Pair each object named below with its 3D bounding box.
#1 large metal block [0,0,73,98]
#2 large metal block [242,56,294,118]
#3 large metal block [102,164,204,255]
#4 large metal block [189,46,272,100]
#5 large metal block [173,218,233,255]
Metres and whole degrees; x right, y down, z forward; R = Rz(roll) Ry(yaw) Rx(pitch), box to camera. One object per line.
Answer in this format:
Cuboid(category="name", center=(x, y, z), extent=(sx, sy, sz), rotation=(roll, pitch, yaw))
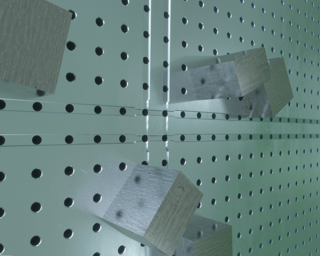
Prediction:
Cuboid(category="large metal block", center=(-0.135, -0.078, 0.280), extent=(0.081, 0.050, 0.080), rotation=(16, 80, -39))
Cuboid(category="large metal block", center=(0.189, -0.072, 0.554), extent=(0.081, 0.050, 0.080), rotation=(-36, 113, -34))
Cuboid(category="large metal block", center=(-0.009, 0.093, 0.368), extent=(0.050, 0.080, 0.080), rotation=(48, 61, -30))
Cuboid(category="large metal block", center=(0.106, -0.081, 0.464), extent=(0.081, 0.080, 0.050), rotation=(-29, 109, -37))
Cuboid(category="large metal block", center=(0.059, 0.184, 0.446), extent=(0.081, 0.050, 0.079), rotation=(-4, 92, -40))
